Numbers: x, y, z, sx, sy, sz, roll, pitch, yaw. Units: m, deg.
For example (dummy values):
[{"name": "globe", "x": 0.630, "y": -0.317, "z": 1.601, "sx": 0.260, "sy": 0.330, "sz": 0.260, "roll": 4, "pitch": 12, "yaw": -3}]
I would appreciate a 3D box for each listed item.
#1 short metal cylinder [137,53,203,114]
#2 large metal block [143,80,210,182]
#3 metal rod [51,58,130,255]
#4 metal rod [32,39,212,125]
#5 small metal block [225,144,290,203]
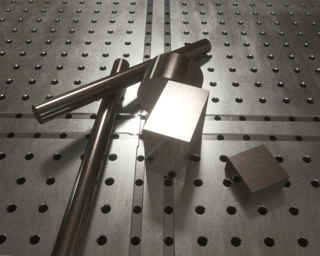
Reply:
[{"name": "short metal cylinder", "x": 0.015, "y": -0.054, "z": 0.417, "sx": 0.080, "sy": 0.080, "sz": 0.050, "roll": 11, "pitch": 51, "yaw": 9}, {"name": "large metal block", "x": 0.020, "y": 0.004, "z": 0.369, "sx": 0.050, "sy": 0.080, "sz": 0.080, "roll": 16, "pitch": 52, "yaw": 13}, {"name": "metal rod", "x": -0.077, "y": 0.013, "z": 0.395, "sx": 0.025, "sy": 0.025, "sz": 0.300, "roll": 5, "pitch": 50, "yaw": 4}, {"name": "metal rod", "x": -0.034, "y": -0.078, "z": 0.446, "sx": 0.302, "sy": 0.025, "sz": 0.025, "roll": -29, "pitch": 56, "yaw": -32}, {"name": "small metal block", "x": 0.113, "y": 0.053, "z": 0.365, "sx": 0.050, "sy": 0.025, "sz": 0.050, "roll": -18, "pitch": 53, "yaw": -15}]
